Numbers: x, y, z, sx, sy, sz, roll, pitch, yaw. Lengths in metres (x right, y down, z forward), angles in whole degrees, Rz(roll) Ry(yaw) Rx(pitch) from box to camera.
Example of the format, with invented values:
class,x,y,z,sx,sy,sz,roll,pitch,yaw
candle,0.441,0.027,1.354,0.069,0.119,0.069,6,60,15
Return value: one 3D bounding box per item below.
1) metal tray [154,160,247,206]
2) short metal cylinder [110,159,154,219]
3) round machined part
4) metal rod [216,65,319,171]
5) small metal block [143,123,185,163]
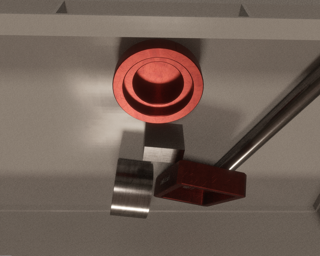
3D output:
class,x,y,z,sx,sy,sz,roll,pitch,yaw
metal tray,0.050,0.082,0.436,0.091,0.030,0.129,13,158,-10
short metal cylinder,-0.041,0.087,0.447,0.050,0.080,0.079,8,130,-7
round machined part,-0.002,-0.056,0.351,0.099,0.042,0.097,-1,130,0
metal rod,0.162,-0.023,0.391,0.025,0.025,0.298,24,126,-20
small metal block,0.004,0.018,0.409,0.050,0.050,0.025,5,130,-5
